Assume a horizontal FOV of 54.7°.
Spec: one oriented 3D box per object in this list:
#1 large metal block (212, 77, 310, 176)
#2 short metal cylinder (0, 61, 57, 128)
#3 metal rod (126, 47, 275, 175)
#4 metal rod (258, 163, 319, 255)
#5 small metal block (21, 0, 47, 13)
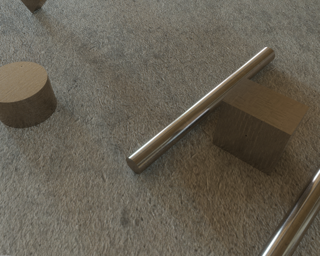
[{"bbox_3d":[0.116,-0.001,0.370,0.080,0.080,0.050,31,57,23],"label":"large metal block"},{"bbox_3d":[-0.189,-0.046,0.423,0.081,0.050,0.080,0,50,0],"label":"short metal cylinder"},{"bbox_3d":[0.073,-0.038,0.435,0.025,0.025,0.302,36,58,26],"label":"metal rod"},{"bbox_3d":[0.190,0.058,0.357,0.025,0.025,0.302,35,58,25],"label":"metal rod"},{"bbox_3d":[-0.243,-0.254,0.584,0.050,0.050,0.025,-15,31,50],"label":"small metal block"}]
